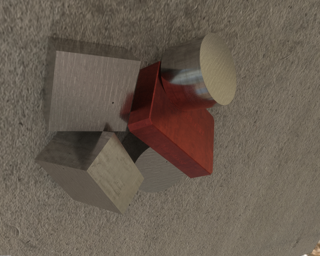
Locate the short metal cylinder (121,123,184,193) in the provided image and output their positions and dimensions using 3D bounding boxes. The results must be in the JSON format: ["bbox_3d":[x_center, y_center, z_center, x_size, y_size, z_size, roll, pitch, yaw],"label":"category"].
[{"bbox_3d":[-0.008,0.039,0.413,0.081,0.050,0.079,-14,124,-21],"label":"short metal cylinder"}]

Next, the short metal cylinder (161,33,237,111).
[{"bbox_3d":[0.046,-0.062,0.354,0.080,0.050,0.080,12,74,-49],"label":"short metal cylinder"}]

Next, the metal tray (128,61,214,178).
[{"bbox_3d":[0.021,-0.006,0.376,0.030,0.090,0.130,-17,139,33],"label":"metal tray"}]

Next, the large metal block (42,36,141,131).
[{"bbox_3d":[-0.074,-0.043,0.322,0.081,0.050,0.079,1,118,-29],"label":"large metal block"}]

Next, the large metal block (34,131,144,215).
[{"bbox_3d":[-0.077,0.047,0.351,0.050,0.080,0.080,-59,139,-33],"label":"large metal block"}]
